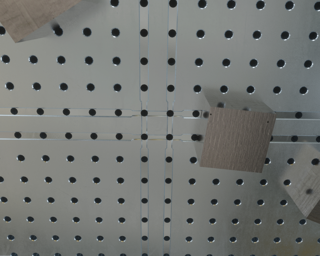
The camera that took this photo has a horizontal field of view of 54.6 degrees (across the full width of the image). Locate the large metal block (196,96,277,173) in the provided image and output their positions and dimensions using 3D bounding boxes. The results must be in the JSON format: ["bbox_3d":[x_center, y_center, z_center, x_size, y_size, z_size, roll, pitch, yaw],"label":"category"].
[{"bbox_3d":[0.095,0.008,0.403,0.080,0.050,0.079,6,110,-3],"label":"large metal block"}]

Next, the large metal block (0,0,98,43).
[{"bbox_3d":[-0.122,-0.137,0.333,0.080,0.080,0.050,-28,108,10],"label":"large metal block"}]

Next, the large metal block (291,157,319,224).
[{"bbox_3d":[0.251,0.095,0.437,0.080,0.050,0.080,22,109,-8],"label":"large metal block"}]
